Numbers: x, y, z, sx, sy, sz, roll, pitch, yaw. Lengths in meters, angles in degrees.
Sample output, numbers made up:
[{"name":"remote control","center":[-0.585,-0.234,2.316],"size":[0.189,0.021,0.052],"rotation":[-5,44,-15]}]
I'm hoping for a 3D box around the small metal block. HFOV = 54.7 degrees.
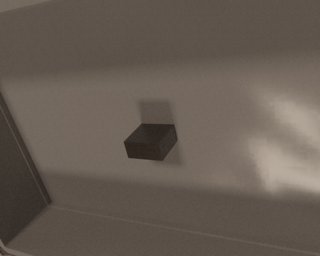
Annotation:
[{"name":"small metal block","center":[-0.011,0.017,0.408],"size":[0.050,0.050,0.025],"rotation":[2,119,27]}]
